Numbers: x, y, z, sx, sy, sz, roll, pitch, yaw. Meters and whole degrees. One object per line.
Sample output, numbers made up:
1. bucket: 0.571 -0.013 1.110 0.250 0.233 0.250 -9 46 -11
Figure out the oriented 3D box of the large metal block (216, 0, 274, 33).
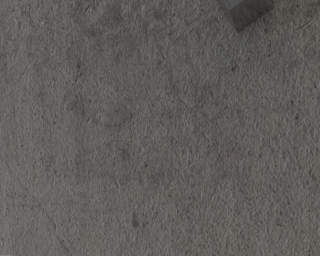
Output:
1. large metal block: 0.084 -0.165 0.350 0.050 0.080 0.080 -33 79 17
